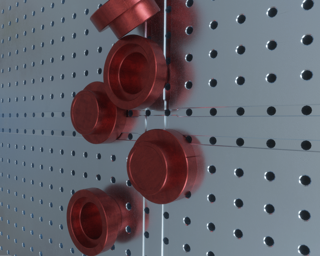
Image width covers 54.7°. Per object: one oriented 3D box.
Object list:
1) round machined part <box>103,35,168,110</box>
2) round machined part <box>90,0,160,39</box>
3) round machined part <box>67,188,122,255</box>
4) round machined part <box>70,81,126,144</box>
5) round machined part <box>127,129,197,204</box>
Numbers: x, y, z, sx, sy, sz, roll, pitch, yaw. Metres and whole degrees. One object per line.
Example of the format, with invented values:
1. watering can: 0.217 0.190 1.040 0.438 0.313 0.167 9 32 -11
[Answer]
1. round machined part: -0.029 -0.073 0.420 0.098 0.042 0.097 0 90 39
2. round machined part: -0.039 -0.152 0.405 0.098 0.098 0.042 -22 112 37
3. round machined part: -0.097 0.140 0.476 0.098 0.042 0.097 0 90 39
4. round machined part: -0.101 -0.023 0.479 0.098 0.042 0.097 0 90 39
5. round machined part: -0.005 0.050 0.400 0.098 0.042 0.097 0 90 39
